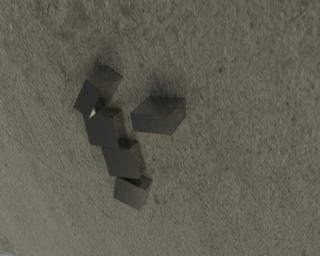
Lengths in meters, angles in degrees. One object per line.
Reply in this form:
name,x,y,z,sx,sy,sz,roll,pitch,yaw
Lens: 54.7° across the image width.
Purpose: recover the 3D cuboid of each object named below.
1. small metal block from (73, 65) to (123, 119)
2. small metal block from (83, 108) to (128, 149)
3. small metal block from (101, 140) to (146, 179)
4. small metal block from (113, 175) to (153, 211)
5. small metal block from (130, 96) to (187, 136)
small metal block,-0.080,-0.047,0.402,0.025,0.050,0.050,38,129,2
small metal block,-0.078,0.000,0.446,0.050,0.025,0.050,7,121,24
small metal block,-0.054,0.046,0.461,0.050,0.025,0.050,1,118,27
small metal block,-0.043,0.096,0.487,0.050,0.025,0.050,24,127,13
small metal block,-0.001,-0.016,0.380,0.050,0.050,0.025,6,121,24
